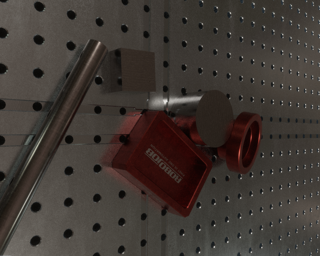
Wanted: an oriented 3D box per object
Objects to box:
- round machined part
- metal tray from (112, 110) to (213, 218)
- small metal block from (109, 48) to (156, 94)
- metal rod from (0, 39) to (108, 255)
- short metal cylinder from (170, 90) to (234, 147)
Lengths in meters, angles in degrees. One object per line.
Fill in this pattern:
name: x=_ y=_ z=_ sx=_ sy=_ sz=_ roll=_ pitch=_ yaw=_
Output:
round machined part: x=0.125 y=0.022 z=0.493 sx=0.099 sy=0.042 sz=0.097 roll=-26 pitch=122 yaw=-50
metal tray: x=0.010 y=0.049 z=0.415 sx=0.130 sy=0.030 sz=0.090 roll=45 pitch=63 yaw=-31
small metal block: x=-0.033 y=-0.069 z=0.383 sx=0.050 sy=0.025 sz=0.050 roll=-4 pitch=93 yaw=-40
metal rod: x=-0.125 y=0.039 z=0.305 sx=0.025 sy=0.025 sz=0.300 roll=35 pitch=68 yaw=-35
short metal cylinder: x=0.061 y=-0.013 z=0.446 sx=0.081 sy=0.050 sz=0.079 roll=0 pitch=90 yaw=-40
